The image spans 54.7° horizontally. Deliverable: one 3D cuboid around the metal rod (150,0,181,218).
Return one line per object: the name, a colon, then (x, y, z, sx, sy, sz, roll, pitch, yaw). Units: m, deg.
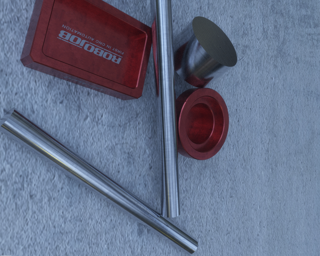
metal rod: (0.007, -0.038, 0.376, 0.025, 0.025, 0.298, -9, 100, -40)

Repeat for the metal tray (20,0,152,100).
metal tray: (-0.072, -0.091, 0.340, 0.131, 0.030, 0.090, 17, 79, -39)

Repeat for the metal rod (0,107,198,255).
metal rod: (-0.049, 0.079, 0.363, 0.300, 0.025, 0.025, 44, 64, -31)

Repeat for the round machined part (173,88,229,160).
round machined part: (0.048, -0.007, 0.431, 0.099, 0.042, 0.097, -5, 98, -39)

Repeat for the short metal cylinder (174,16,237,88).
short metal cylinder: (0.057, -0.101, 0.415, 0.080, 0.050, 0.080, 23, 49, -29)
